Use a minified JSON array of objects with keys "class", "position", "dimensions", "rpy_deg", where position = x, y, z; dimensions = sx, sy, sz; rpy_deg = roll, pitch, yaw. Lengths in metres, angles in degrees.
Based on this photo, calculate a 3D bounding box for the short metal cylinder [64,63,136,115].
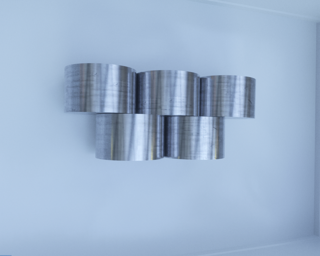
[{"class":"short metal cylinder","position":[-0.068,-0.041,0.354],"dimensions":[0.081,0.080,0.050],"rpy_deg":[1,90,-20]}]

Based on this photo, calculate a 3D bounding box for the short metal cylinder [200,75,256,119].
[{"class":"short metal cylinder","position":[0.085,-0.038,0.410],"dimensions":[0.081,0.080,0.050],"rpy_deg":[2,90,-20]}]

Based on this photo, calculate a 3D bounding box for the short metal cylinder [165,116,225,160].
[{"class":"short metal cylinder","position":[0.042,0.011,0.395],"dimensions":[0.081,0.080,0.050],"rpy_deg":[1,90,-20]}]

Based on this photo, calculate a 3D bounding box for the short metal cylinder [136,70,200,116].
[{"class":"short metal cylinder","position":[0.009,-0.039,0.382],"dimensions":[0.081,0.080,0.050],"rpy_deg":[1,90,-20]}]

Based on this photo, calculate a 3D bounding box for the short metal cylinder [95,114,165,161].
[{"class":"short metal cylinder","position":[-0.035,0.010,0.366],"dimensions":[0.081,0.080,0.050],"rpy_deg":[1,90,-20]}]
